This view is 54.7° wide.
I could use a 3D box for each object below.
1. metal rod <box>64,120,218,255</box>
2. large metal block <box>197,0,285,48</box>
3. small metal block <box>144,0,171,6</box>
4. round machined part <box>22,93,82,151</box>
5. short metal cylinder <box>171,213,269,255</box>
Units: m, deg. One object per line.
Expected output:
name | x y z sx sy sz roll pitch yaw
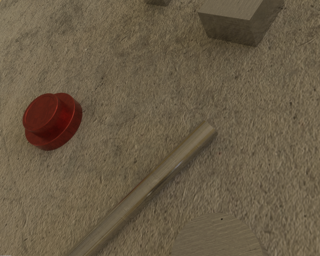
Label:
metal rod | -0.047 0.104 0.363 0.300 0.025 0.025 -44 51 -3
large metal block | 0.113 -0.166 0.430 0.080 0.050 0.080 25 75 36
small metal block | 0.001 -0.248 0.553 0.050 0.025 0.050 23 74 36
round machined part | -0.177 -0.016 0.494 0.098 0.042 0.098 -13 56 20
short metal cylinder | 0.057 0.123 0.282 0.080 0.050 0.080 -13 56 20
